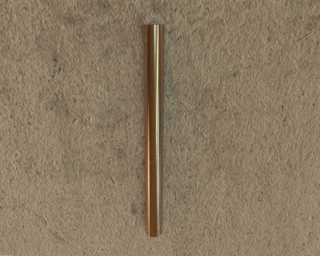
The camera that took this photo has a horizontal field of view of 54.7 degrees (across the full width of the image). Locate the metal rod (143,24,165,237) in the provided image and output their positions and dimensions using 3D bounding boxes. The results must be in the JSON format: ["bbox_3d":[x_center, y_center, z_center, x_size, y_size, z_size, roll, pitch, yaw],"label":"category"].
[{"bbox_3d":[-0.008,0.017,0.417,0.025,0.025,0.298,0,110,-1],"label":"metal rod"}]
